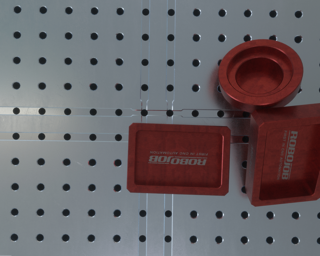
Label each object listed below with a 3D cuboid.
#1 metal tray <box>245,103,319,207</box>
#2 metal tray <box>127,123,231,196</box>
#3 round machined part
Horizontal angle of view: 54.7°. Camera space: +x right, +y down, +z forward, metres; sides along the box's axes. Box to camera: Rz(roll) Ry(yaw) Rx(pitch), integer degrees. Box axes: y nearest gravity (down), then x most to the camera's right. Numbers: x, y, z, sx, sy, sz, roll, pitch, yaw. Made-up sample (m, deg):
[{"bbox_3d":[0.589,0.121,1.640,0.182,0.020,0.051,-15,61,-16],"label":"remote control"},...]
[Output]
[{"bbox_3d":[0.156,0.036,0.379,0.091,0.030,0.129,-6,122,0],"label":"metal tray"},{"bbox_3d":[0.024,0.040,0.410,0.131,0.030,0.089,2,90,0],"label":"metal tray"},{"bbox_3d":[0.125,-0.061,0.392,0.098,0.042,0.098,-7,62,13],"label":"round machined part"}]
